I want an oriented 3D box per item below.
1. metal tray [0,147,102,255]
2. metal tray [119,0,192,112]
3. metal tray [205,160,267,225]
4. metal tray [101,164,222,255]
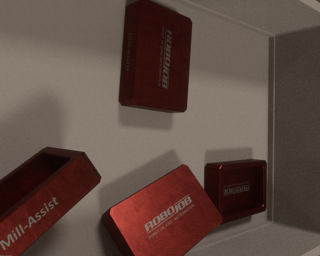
[{"bbox_3d":[-0.124,0.068,0.261,0.131,0.090,0.030,-42,116,-32],"label":"metal tray"},{"bbox_3d":[-0.003,-0.088,0.402,0.091,0.030,0.129,6,86,-40],"label":"metal tray"},{"bbox_3d":[0.129,0.101,0.514,0.131,0.030,0.089,1,90,-40],"label":"metal tray"},{"bbox_3d":[0.006,0.112,0.384,0.131,0.030,0.090,-25,75,-38],"label":"metal tray"}]
